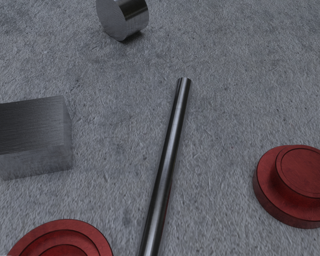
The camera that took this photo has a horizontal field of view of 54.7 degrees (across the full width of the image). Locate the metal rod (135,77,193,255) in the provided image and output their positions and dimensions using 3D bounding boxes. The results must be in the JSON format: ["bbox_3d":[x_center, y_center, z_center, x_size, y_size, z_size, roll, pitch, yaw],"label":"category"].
[{"bbox_3d":[0.008,0.047,0.363,0.025,0.025,0.300,9,50,7],"label":"metal rod"}]

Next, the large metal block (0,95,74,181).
[{"bbox_3d":[-0.153,0.011,0.377,0.081,0.050,0.080,-9,51,-8],"label":"large metal block"}]

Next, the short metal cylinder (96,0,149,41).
[{"bbox_3d":[-0.065,-0.198,0.534,0.080,0.080,0.050,37,59,26],"label":"short metal cylinder"}]

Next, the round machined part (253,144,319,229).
[{"bbox_3d":[0.158,0.057,0.345,0.099,0.042,0.098,0,50,0],"label":"round machined part"}]

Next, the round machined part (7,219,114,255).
[{"bbox_3d":[-0.088,0.136,0.277,0.099,0.042,0.098,0,50,0],"label":"round machined part"}]
